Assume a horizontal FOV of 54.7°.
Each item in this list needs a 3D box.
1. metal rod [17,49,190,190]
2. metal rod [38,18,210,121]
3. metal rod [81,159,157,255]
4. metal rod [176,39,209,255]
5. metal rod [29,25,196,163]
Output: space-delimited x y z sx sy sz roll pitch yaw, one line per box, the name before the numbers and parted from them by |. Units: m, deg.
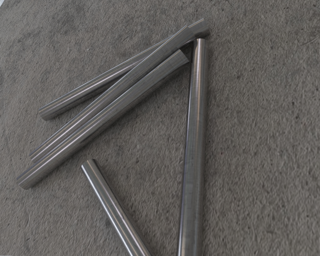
metal rod | -0.085 -0.009 0.446 0.300 0.025 0.025 -37 51 6
metal rod | -0.063 -0.088 0.490 0.300 0.025 0.025 -26 53 11
metal rod | -0.017 0.138 0.328 0.025 0.025 0.300 -42 51 0
metal rod | 0.043 0.011 0.374 0.025 0.025 0.299 -7 58 24
metal rod | -0.073 -0.044 0.458 0.300 0.025 0.025 -38 51 7
